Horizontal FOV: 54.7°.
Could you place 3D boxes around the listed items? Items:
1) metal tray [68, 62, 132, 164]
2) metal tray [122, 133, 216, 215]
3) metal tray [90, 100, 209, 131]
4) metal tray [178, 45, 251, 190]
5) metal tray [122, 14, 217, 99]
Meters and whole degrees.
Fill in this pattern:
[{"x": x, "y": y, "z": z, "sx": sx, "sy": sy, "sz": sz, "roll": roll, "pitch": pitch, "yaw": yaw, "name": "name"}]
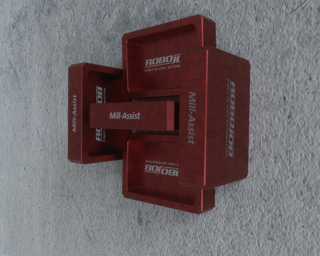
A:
[{"x": -0.081, "y": -0.019, "z": 0.431, "sx": 0.030, "sy": 0.091, "sz": 0.129, "roll": 2, "pitch": 92, "yaw": 40, "name": "metal tray"}, {"x": 0.007, "y": 0.052, "z": 0.399, "sx": 0.130, "sy": 0.030, "sz": 0.089, "roll": 1, "pitch": 90, "yaw": 40, "name": "metal tray"}, {"x": -0.010, "y": -0.015, "z": 0.374, "sx": 0.130, "sy": 0.091, "sz": 0.030, "roll": 2, "pitch": 93, "yaw": 40, "name": "metal tray"}, {"x": 0.058, "y": -0.009, "z": 0.316, "sx": 0.030, "sy": 0.091, "sz": 0.129, "roll": 2, "pitch": 91, "yaw": 40, "name": "metal tray"}, {"x": 0.008, "y": -0.084, "z": 0.397, "sx": 0.130, "sy": 0.030, "sz": 0.089, "roll": 1, "pitch": 93, "yaw": 40, "name": "metal tray"}]
